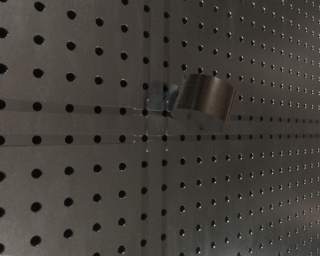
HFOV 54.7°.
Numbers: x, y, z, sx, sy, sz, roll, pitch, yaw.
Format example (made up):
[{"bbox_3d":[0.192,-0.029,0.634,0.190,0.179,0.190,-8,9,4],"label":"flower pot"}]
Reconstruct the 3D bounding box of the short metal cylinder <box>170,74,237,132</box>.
[{"bbox_3d":[0.060,-0.033,0.426,0.080,0.080,0.050,28,72,-37],"label":"short metal cylinder"}]
